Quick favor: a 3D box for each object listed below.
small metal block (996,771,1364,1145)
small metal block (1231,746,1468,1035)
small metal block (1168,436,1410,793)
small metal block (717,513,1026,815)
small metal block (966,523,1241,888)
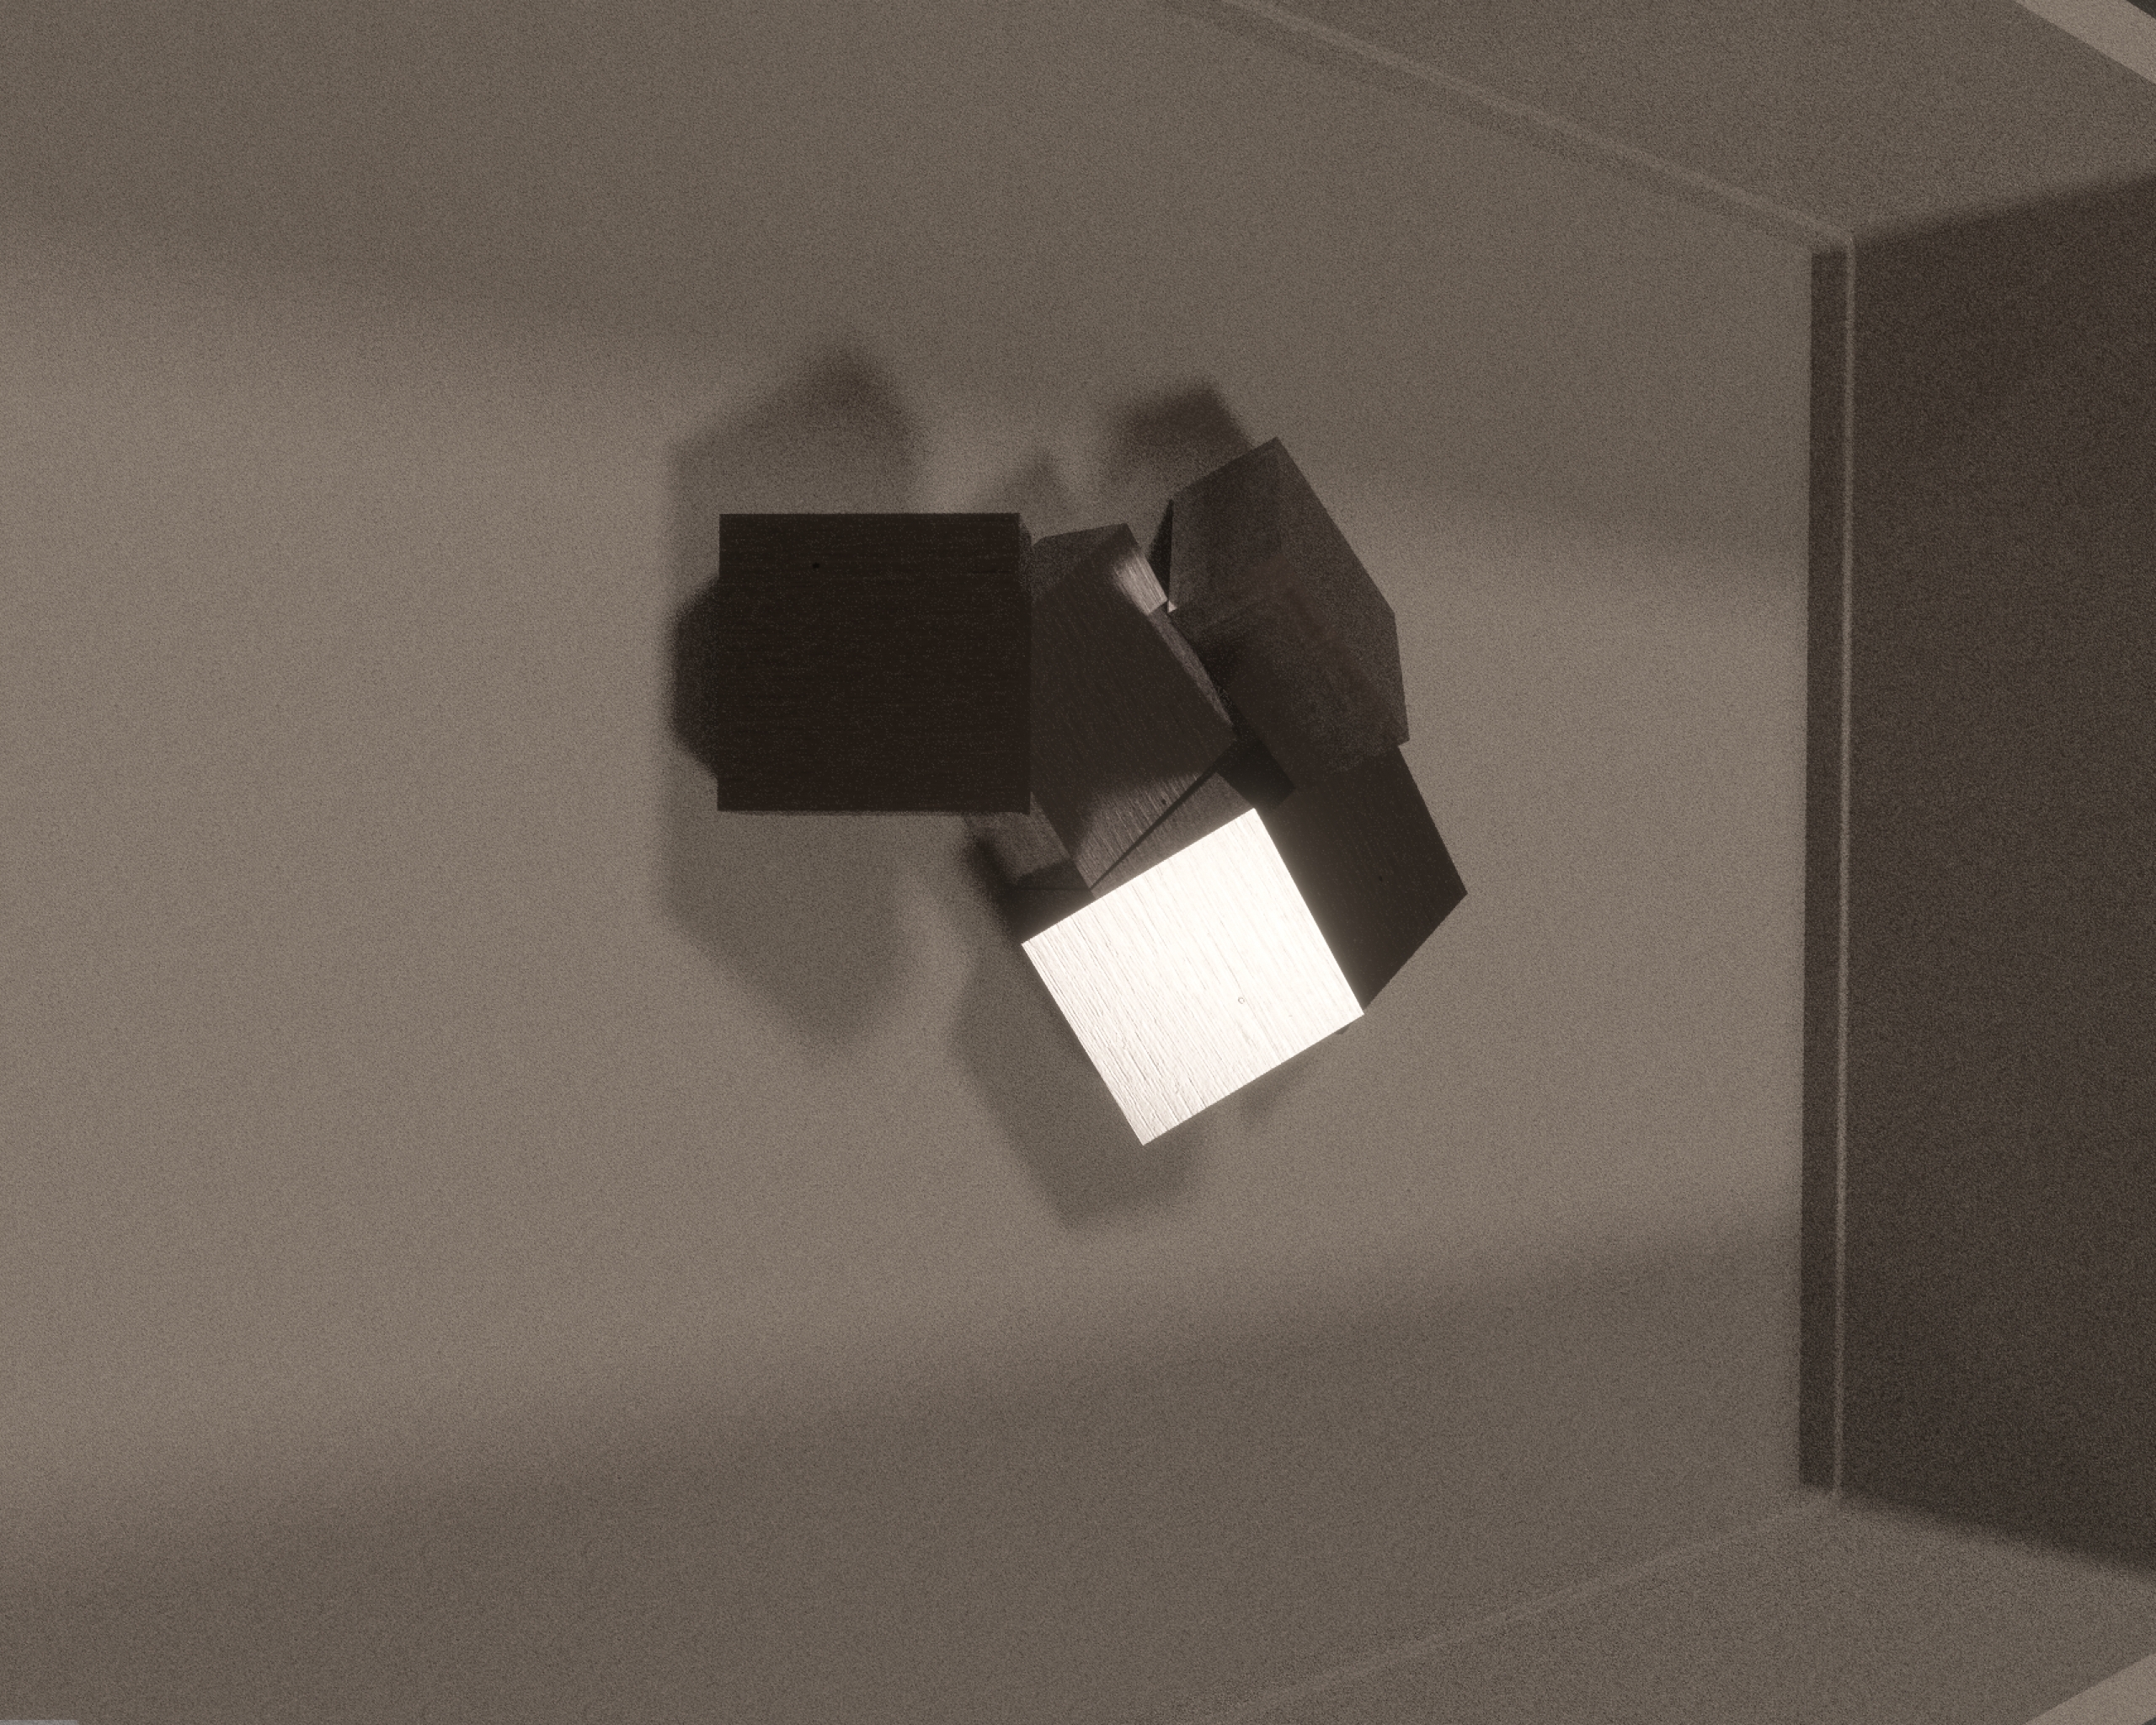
[{"bbox_3d":[0.020,0.018,0.408,0.050,0.025,0.050,-31,113,-3],"label":"small metal block"},{"bbox_3d":[0.052,0.001,0.450,0.050,0.025,0.050,-43,117,-31],"label":"small metal block"},{"bbox_3d":[0.043,-0.051,0.428,0.050,0.025,0.050,51,25,-28],"label":"small metal block"},{"bbox_3d":[-0.034,-0.033,0.360,0.050,0.025,0.050,0,89,3],"label":"small metal block"},{"bbox_3d":[-0.002,-0.030,0.404,0.050,0.025,0.050,-45,118,-31],"label":"small metal block"}]
